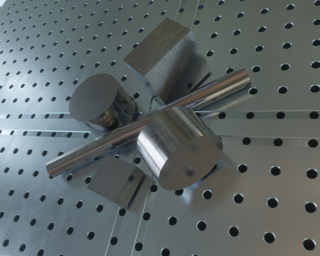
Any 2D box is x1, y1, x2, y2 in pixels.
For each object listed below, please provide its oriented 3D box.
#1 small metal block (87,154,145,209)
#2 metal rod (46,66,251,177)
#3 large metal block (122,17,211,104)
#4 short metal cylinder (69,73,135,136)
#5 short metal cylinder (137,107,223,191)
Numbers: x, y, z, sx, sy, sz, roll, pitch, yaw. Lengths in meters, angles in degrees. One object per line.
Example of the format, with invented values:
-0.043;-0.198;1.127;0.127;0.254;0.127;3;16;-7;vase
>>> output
-0.056;0.066;0.392;0.050;0.025;0.050;16;70;34;small metal block
-0.024;-0.003;0.418;0.301;0.025;0.025;-25;53;12;metal rod
0.011;-0.083;0.414;0.080;0.080;0.050;-45;51;-3;large metal block
-0.083;-0.032;0.451;0.080;0.050;0.080;-13;56;21;short metal cylinder
0.022;0.023;0.343;0.080;0.080;0.050;-40;52;1;short metal cylinder
